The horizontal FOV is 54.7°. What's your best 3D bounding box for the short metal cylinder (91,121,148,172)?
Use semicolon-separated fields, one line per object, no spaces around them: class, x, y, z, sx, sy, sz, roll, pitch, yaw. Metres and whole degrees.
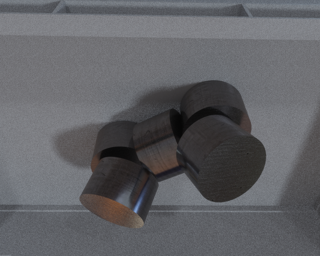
short metal cylinder;-0.049;0.037;0.421;0.081;0.050;0.079;0;130;0

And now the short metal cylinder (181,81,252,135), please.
short metal cylinder;0.067;-0.011;0.382;0.081;0.050;0.079;0;130;0

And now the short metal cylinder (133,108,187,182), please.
short metal cylinder;0.009;0.022;0.389;0.050;0.080;0.080;-23;127;18

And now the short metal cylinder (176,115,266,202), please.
short metal cylinder;0.065;0.032;0.333;0.081;0.050;0.079;-11;120;-19

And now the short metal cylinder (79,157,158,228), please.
short metal cylinder;-0.048;0.078;0.372;0.080;0.050;0.080;15;145;12
